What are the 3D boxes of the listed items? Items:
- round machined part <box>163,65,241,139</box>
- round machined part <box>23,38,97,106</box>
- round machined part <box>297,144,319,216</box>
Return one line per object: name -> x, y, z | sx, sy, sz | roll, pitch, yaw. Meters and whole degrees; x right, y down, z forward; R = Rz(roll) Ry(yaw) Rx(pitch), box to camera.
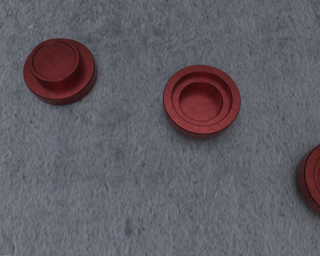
round machined part -> 0.053, -0.031, 0.411 | 0.099, 0.042, 0.098 | 0, 70, -1
round machined part -> -0.140, -0.084, 0.428 | 0.099, 0.042, 0.098 | 0, 70, -1
round machined part -> 0.216, 0.066, 0.378 | 0.099, 0.042, 0.098 | 0, 70, -1
